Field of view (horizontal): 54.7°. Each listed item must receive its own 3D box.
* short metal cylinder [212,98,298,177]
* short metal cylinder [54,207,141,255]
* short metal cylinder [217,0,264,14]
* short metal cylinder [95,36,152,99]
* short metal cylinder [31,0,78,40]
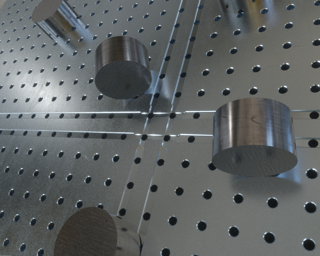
[{"bbox_3d":[0.094,0.012,0.316,0.080,0.080,0.050,-7,59,24],"label":"short metal cylinder"},{"bbox_3d":[-0.069,0.134,0.346,0.080,0.050,0.080,-13,56,21],"label":"short metal cylinder"},{"bbox_3d":[0.119,-0.220,0.465,0.080,0.050,0.080,-13,56,21],"label":"short metal cylinder"},{"bbox_3d":[-0.055,-0.087,0.455,0.080,0.080,0.050,-20,54,16],"label":"short metal cylinder"},{"bbox_3d":[-0.221,-0.234,0.652,0.080,0.050,0.080,-13,56,21],"label":"short metal cylinder"}]
